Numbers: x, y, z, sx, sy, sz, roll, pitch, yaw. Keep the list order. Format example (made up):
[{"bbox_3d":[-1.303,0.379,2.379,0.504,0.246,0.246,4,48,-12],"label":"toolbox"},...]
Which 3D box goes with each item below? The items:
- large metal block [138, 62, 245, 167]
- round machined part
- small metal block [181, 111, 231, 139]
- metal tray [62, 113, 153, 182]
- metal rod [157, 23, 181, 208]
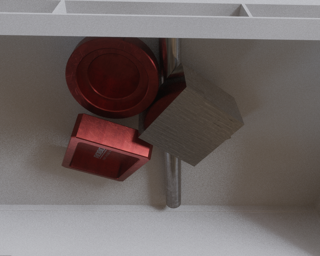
[{"bbox_3d":[0.032,-0.013,0.349,0.080,0.050,0.080,29,123,-25],"label":"large metal block"},{"bbox_3d":[-0.050,-0.061,0.343,0.099,0.042,0.097,0,128,1],"label":"round machined part"},{"bbox_3d":[0.061,-0.004,0.407,0.050,0.025,0.050,-18,129,14],"label":"small metal block"},{"bbox_3d":[-0.071,0.031,0.396,0.091,0.030,0.129,18,154,-15],"label":"metal tray"},{"bbox_3d":[0.016,0.010,0.417,0.025,0.025,0.298,-2,130,1],"label":"metal rod"}]
